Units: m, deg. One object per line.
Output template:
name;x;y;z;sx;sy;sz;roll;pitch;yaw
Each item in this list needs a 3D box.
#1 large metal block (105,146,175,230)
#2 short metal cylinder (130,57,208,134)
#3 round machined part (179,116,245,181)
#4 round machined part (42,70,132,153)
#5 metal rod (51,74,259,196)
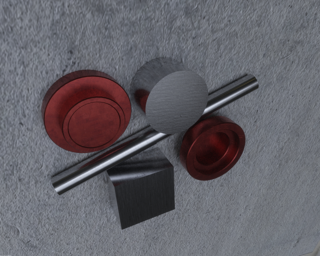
large metal block;-0.027;0.082;0.429;0.081;0.050;0.079;-16;125;-19
short metal cylinder;0.010;-0.039;0.373;0.081;0.050;0.079;-14;124;-21
round machined part;0.072;0.025;0.452;0.099;0.042;0.097;-14;124;-21
round machined part;-0.078;-0.012;0.347;0.099;0.042;0.097;-14;124;-21
metal rod;0.002;0.004;0.413;0.302;0.025;0.025;-28;128;-11
